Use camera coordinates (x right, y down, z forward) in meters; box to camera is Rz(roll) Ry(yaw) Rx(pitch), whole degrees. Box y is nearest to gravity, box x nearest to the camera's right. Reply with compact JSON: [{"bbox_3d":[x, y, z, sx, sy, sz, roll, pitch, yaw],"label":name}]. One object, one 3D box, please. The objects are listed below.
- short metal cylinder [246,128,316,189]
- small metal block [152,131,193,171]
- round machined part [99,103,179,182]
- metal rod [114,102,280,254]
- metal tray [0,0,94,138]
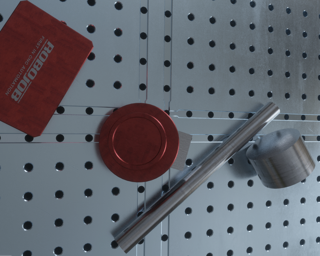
[{"bbox_3d":[0.174,0.043,0.450,0.080,0.080,0.050,-35,102,-17],"label":"short metal cylinder"},{"bbox_3d":[0.010,0.026,0.418,0.050,0.025,0.050,18,84,-20],"label":"small metal block"},{"bbox_3d":[-0.026,0.017,0.377,0.099,0.042,0.097,0,84,1],"label":"round machined part"},{"bbox_3d":[0.062,0.060,0.436,0.301,0.025,0.025,-39,103,-16],"label":"metal rod"},{"bbox_3d":[-0.148,-0.065,0.355,0.090,0.030,0.130,31,80,-18],"label":"metal tray"}]
